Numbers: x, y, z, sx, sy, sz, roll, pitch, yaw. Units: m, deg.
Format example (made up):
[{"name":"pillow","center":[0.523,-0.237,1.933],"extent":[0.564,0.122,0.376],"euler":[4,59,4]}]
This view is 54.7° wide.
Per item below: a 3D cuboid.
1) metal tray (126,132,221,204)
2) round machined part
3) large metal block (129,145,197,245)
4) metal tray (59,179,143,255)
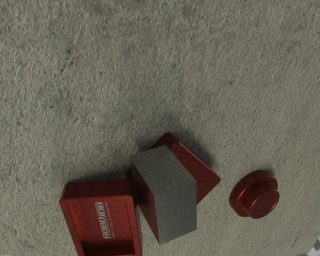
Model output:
[{"name":"metal tray","center":[0.024,0.075,0.465],"extent":[0.090,0.030,0.130],"euler":[-46,130,4]},{"name":"round machined part","center":[0.183,0.130,0.580],"extent":[0.099,0.042,0.097],"euler":[-14,125,-21]},{"name":"large metal block","center":[0.003,0.080,0.385],"extent":[0.050,0.080,0.079],"euler":[-16,123,-18]},{"name":"metal tray","center":[-0.075,0.129,0.422],"extent":[0.091,0.030,0.129],"euler":[-4,124,0]}]
